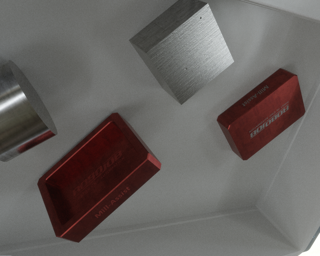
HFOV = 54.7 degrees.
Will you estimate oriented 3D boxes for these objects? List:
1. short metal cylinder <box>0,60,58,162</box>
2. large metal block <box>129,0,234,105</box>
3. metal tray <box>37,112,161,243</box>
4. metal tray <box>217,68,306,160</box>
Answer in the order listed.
[{"bbox_3d":[-0.140,-0.016,0.288,0.050,0.080,0.080,-30,129,-9],"label":"short metal cylinder"},{"bbox_3d":[0.026,-0.088,0.354,0.080,0.050,0.080,-40,130,-2],"label":"large metal block"},{"bbox_3d":[-0.073,0.054,0.358,0.130,0.090,0.030,-42,139,0],"label":"metal tray"},{"bbox_3d":[0.161,-0.019,0.484,0.130,0.030,0.090,-38,130,-3],"label":"metal tray"}]
